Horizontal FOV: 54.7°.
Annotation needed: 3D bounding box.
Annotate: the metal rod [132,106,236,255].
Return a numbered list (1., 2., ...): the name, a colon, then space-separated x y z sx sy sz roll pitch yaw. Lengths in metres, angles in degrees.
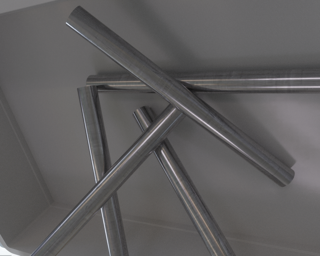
1. metal rod: 0.047 0.102 0.369 0.025 0.025 0.299 -44 69 39

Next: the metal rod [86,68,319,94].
1. metal rod: 0.043 -0.052 0.353 0.301 0.025 0.025 3 120 26

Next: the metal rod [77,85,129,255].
1. metal rod: -0.067 0.094 0.405 0.025 0.025 0.298 -8 95 31

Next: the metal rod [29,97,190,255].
1. metal rod: -0.070 0.077 0.377 0.025 0.025 0.300 43 93 -1

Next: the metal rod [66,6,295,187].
1. metal rod: 0.030 -0.029 0.344 0.301 0.025 0.025 36 130 -9
